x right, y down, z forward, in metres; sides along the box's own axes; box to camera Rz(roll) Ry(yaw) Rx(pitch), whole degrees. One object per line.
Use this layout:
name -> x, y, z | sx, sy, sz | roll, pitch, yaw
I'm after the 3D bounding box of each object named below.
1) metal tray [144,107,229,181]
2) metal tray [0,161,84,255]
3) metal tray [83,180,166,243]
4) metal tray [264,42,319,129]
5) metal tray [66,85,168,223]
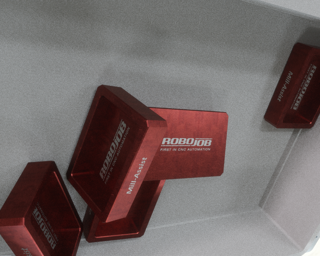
metal tray -> 0.028, 0.020, 0.412 | 0.131, 0.030, 0.089 | 2, 95, -29
metal tray -> -0.132, 0.114, 0.362 | 0.030, 0.090, 0.129 | -5, 125, 7
metal tray -> -0.050, 0.100, 0.439 | 0.091, 0.030, 0.129 | 6, 115, -31
metal tray -> 0.229, -0.062, 0.491 | 0.091, 0.030, 0.129 | 1, 118, -29
metal tray -> -0.054, 0.028, 0.350 | 0.030, 0.090, 0.129 | 1, 119, -50
